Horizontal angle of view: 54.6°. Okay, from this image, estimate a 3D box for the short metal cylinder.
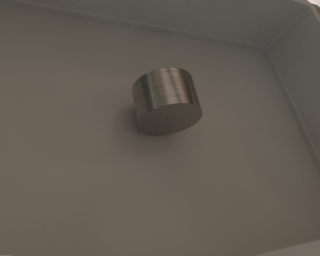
[{"bbox_3d":[0.008,-0.031,0.389,0.081,0.080,0.050,2,61,-27],"label":"short metal cylinder"}]
